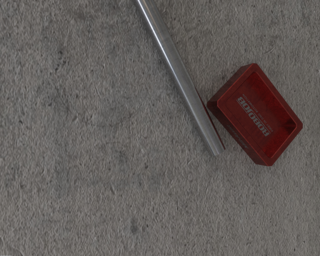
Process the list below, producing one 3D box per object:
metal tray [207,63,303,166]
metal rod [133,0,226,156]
[{"bbox_3d":[0.143,-0.018,0.459,0.090,0.030,0.130,-46,105,-14],"label":"metal tray"},{"bbox_3d":[0.014,-0.097,0.414,0.025,0.025,0.299,-31,100,-17],"label":"metal rod"}]
